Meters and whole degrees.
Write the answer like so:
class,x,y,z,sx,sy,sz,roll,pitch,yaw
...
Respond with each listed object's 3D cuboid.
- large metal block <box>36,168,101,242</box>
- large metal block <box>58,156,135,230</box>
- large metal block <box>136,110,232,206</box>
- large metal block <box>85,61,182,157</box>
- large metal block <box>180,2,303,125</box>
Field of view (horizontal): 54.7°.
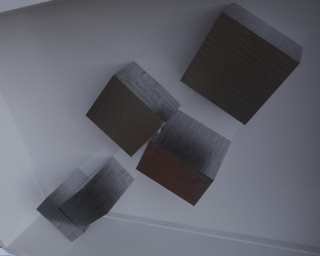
class,x,y,z,sx,sy,sz,roll,pitch,yaw
large metal block,-0.144,0.129,0.527,0.080,0.080,0.050,45,129,-3
large metal block,-0.099,0.102,0.486,0.050,0.080,0.080,48,129,-5
large metal block,0.030,0.033,0.376,0.080,0.080,0.050,32,128,7
large metal block,-0.034,-0.023,0.395,0.080,0.050,0.080,43,129,-2
large metal block,0.080,-0.064,0.310,0.080,0.050,0.079,35,129,4
